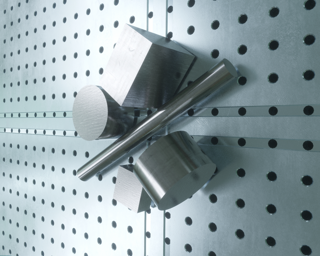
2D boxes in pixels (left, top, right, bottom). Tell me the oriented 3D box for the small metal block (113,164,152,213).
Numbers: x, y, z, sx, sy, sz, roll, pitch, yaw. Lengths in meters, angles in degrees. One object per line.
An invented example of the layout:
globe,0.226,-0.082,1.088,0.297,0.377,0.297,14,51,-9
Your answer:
small metal block,-0.036,0.083,0.434,0.050,0.025,0.050,20,102,38

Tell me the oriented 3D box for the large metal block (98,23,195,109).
large metal block,-0.016,-0.072,0.382,0.050,0.081,0.080,44,116,31

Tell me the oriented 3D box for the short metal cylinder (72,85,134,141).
short metal cylinder,-0.084,-0.022,0.458,0.080,0.050,0.079,0,90,40

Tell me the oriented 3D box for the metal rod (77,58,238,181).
metal rod,-0.024,0.005,0.424,0.299,0.025,0.025,-35,69,34

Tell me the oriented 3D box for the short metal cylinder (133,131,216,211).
short metal cylinder,0.017,0.049,0.355,0.050,0.081,0.080,51,120,27
